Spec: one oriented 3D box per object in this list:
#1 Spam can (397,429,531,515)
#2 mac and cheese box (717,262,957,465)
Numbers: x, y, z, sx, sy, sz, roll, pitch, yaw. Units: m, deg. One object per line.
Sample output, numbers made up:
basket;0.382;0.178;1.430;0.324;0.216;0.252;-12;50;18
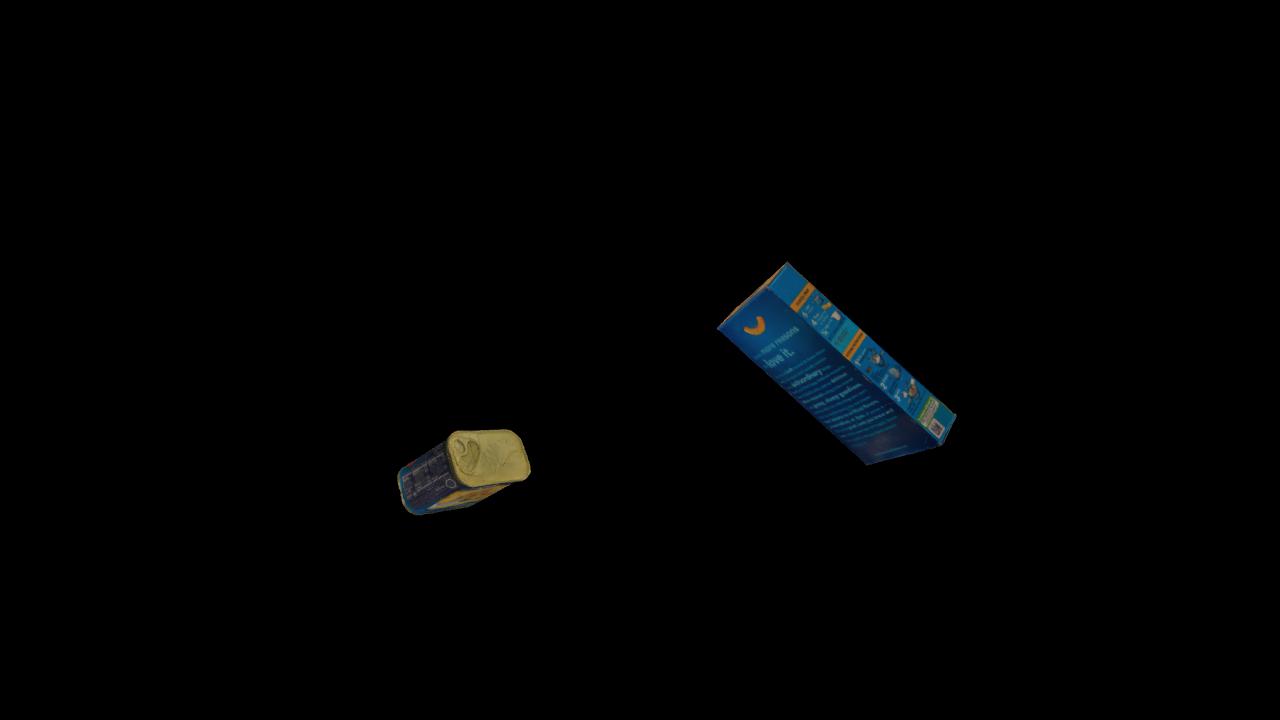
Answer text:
Spam can;-0.178;0.114;0.624;0.085;0.058;0.101;-32;-20;26
mac and cheese box;0.160;0.008;0.520;0.041;0.184;0.093;-48;1;-26
